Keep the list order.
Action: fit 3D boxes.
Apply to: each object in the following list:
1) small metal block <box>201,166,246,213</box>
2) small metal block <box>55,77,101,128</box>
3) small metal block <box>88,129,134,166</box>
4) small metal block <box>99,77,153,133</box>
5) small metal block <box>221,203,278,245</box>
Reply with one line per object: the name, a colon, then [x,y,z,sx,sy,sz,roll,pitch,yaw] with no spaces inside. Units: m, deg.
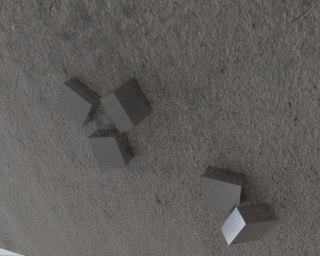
small metal block: [0.084,0.083,0.414,0.050,0.025,0.050,11,123,22]
small metal block: [-0.118,-0.036,0.447,0.050,0.025,0.050,38,129,3]
small metal block: [-0.073,0.029,0.464,0.050,0.025,0.050,-3,117,29]
small metal block: [-0.042,-0.030,0.394,0.025,0.050,0.050,-19,108,35]
small metal block: [0.116,0.126,0.406,0.050,0.025,0.050,1,131,-24]
